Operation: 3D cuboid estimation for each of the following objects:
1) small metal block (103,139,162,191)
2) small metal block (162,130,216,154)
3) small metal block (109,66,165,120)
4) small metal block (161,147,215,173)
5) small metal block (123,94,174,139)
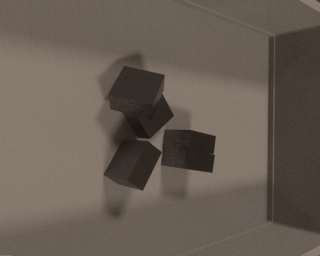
[{"bbox_3d":[-0.033,0.042,0.365,0.025,0.050,0.050,41,65,-33],"label":"small metal block"},{"bbox_3d":[0.040,0.019,0.426,0.050,0.050,0.025,13,82,-40],"label":"small metal block"},{"bbox_3d":[-0.026,-0.042,0.360,0.025,0.050,0.050,95,12,-52],"label":"small metal block"},{"bbox_3d":[0.038,0.044,0.425,0.050,0.050,0.025,14,81,-40],"label":"small metal block"},{"bbox_3d":[-0.016,-0.021,0.395,0.050,0.025,0.050,-44,117,-31],"label":"small metal block"}]
